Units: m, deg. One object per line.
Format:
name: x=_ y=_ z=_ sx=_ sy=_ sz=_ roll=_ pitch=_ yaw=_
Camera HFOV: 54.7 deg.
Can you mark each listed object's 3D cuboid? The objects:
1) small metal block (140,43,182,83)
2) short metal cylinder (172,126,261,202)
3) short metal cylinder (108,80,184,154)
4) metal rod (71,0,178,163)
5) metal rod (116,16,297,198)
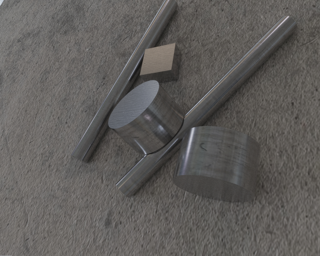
small metal block: x=0.002 y=-0.095 z=0.461 sx=0.050 sy=0.025 sz=0.050 roll=-5 pitch=59 yaw=25
short metal cylinder: x=0.058 y=0.039 z=0.315 sx=0.080 sy=0.080 sz=0.050 roll=2 pitch=63 yaw=29
short metal cylinder: x=-0.018 y=-0.014 z=0.388 sx=0.080 sy=0.050 sz=0.080 roll=-32 pitch=30 yaw=21
metal rod: x=-0.048 y=-0.083 z=0.479 sx=0.025 sy=0.025 sz=0.300 roll=16 pitch=70 yaw=34
metal rod: x=0.060 y=-0.029 z=0.389 sx=0.300 sy=0.025 sz=0.025 roll=-45 pitch=51 yaw=-4
